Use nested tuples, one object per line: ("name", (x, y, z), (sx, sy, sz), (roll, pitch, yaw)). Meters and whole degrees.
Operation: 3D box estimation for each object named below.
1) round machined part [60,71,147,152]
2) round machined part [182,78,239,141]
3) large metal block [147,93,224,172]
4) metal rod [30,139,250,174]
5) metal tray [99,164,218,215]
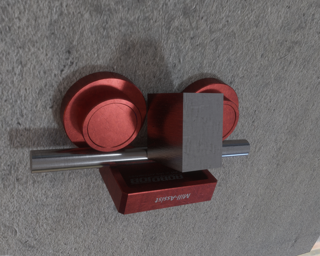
("round machined part", (-0.060, -0.012, 0.356), (0.099, 0.042, 0.097), (-14, 125, -21))
("round machined part", (0.069, -0.016, 0.426), (0.099, 0.042, 0.097), (-14, 125, -21))
("large metal block", (0.026, 0.000, 0.354), (0.050, 0.080, 0.079), (-2, 96, -28))
("metal rod", (-0.004, 0.033, 0.401), (0.303, 0.025, 0.025), (-1, 119, -28))
("metal tray", (-0.003, 0.062, 0.404), (0.131, 0.090, 0.030), (-1, 119, -28))
